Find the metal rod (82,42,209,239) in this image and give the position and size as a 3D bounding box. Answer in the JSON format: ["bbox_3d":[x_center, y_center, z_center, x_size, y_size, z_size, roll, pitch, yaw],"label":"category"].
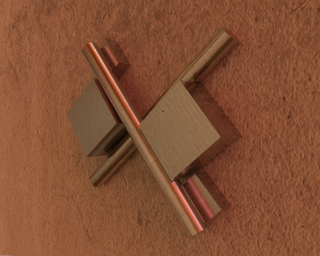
[{"bbox_3d":[-0.031,-0.001,0.398,0.025,0.025,0.299,-47,62,30],"label":"metal rod"}]

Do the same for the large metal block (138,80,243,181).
[{"bbox_3d":[0.033,0.003,0.363,0.080,0.050,0.080,-47,62,30],"label":"large metal block"}]

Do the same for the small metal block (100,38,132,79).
[{"bbox_3d":[-0.077,-0.098,0.471,0.050,0.025,0.050,-45,63,31],"label":"small metal block"}]

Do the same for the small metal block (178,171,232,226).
[{"bbox_3d":[0.048,0.087,0.368,0.050,0.025,0.050,-50,61,28],"label":"small metal block"}]

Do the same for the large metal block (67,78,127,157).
[{"bbox_3d":[-0.083,-0.014,0.457,0.080,0.050,0.080,-44,64,31],"label":"large metal block"}]

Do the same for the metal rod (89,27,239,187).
[{"bbox_3d":[-0.011,-0.010,0.417,0.299,0.025,0.025,-46,63,30],"label":"metal rod"}]
